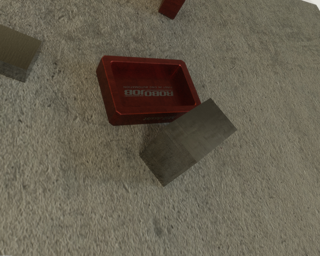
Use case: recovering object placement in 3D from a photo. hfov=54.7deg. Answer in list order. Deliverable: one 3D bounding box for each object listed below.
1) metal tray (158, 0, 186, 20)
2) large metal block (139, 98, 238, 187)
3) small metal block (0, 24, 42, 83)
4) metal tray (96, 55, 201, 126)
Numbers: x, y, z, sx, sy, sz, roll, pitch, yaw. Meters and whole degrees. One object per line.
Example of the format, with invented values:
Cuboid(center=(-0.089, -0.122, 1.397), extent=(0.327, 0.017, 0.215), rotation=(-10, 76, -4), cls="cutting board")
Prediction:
Cuboid(center=(0.041, -0.266, 0.548), extent=(0.030, 0.090, 0.130), rotation=(25, 53, -14), cls="metal tray")
Cuboid(center=(0.033, 0.018, 0.377), extent=(0.081, 0.080, 0.050), rotation=(-32, 80, -38), cls="large metal block")
Cuboid(center=(-0.174, -0.088, 0.364), extent=(0.050, 0.025, 0.050), rotation=(20, 54, -17), cls="small metal block")
Cuboid(center=(-0.013, -0.052, 0.426), extent=(0.131, 0.030, 0.090), rotation=(-4, 64, -30), cls="metal tray")
